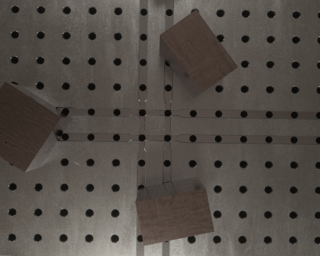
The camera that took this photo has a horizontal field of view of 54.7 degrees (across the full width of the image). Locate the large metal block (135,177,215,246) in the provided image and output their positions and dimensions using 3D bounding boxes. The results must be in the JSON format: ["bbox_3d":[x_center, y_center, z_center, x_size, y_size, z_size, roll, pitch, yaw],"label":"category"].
[{"bbox_3d":[0.017,0.099,0.386,0.080,0.080,0.050,-11,90,0],"label":"large metal block"}]

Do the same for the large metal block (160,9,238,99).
[{"bbox_3d":[0.043,-0.086,0.386,0.050,0.080,0.080,-36,90,0],"label":"large metal block"}]

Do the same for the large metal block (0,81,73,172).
[{"bbox_3d":[-0.175,-0.001,0.399,0.080,0.050,0.080,33,90,-1],"label":"large metal block"}]
